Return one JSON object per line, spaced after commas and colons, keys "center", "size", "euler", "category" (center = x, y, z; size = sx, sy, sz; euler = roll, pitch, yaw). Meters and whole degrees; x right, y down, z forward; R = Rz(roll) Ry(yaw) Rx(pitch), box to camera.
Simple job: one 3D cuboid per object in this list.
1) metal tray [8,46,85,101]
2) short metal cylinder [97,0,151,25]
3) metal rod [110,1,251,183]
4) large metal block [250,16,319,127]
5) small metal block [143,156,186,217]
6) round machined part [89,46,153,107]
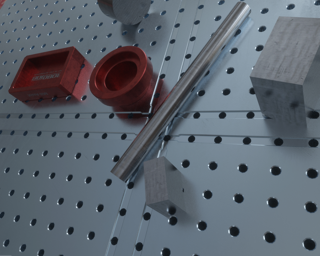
{"center": [-0.212, -0.100, 0.577], "size": [0.130, 0.030, 0.090], "euler": [-2, 60, 27], "category": "metal tray"}
{"center": [-0.063, -0.228, 0.546], "size": [0.080, 0.080, 0.050], "euler": [-49, 51, -6], "category": "short metal cylinder"}
{"center": [0.034, -0.056, 0.424], "size": [0.025, 0.025, 0.300], "euler": [29, 77, 37], "category": "metal rod"}
{"center": [0.144, -0.060, 0.334], "size": [0.050, 0.080, 0.080], "euler": [18, 71, 35], "category": "large metal block"}
{"center": [0.005, 0.067, 0.349], "size": [0.025, 0.050, 0.050], "euler": [-18, 55, 18], "category": "small metal block"}
{"center": [-0.054, -0.074, 0.471], "size": [0.098, 0.042, 0.098], "euler": [-13, 56, 21], "category": "round machined part"}
